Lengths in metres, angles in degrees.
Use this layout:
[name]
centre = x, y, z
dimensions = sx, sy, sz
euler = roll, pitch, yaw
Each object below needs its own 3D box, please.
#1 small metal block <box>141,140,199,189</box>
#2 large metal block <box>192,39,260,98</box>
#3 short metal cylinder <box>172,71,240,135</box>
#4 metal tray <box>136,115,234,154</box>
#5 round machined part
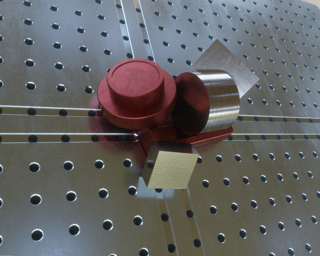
[small metal block]
centre = 0.011, 0.044, 0.364
dimensions = 0.050, 0.050, 0.025
euler = 7, 24, -24
[large metal block]
centre = 0.098, -0.083, 0.466
dimensions = 0.080, 0.050, 0.080
euler = 44, 15, 1
[short metal cylinder]
centre = 0.056, -0.033, 0.403
dimensions = 0.050, 0.080, 0.080
euler = -9, 67, -33
[metal tray]
centre = 0.029, -0.014, 0.427
dimensions = 0.131, 0.030, 0.090
euler = -12, 68, -33
[round machined part]
centre = -0.029, -0.049, 0.383
dimensions = 0.099, 0.042, 0.098
euler = -1, 51, 1
